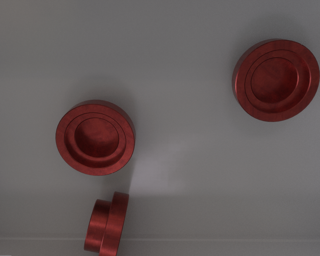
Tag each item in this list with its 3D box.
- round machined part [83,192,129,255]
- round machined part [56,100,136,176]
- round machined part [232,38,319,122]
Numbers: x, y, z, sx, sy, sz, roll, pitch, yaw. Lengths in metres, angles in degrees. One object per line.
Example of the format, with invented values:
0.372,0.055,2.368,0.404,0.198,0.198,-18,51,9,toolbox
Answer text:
-0.074,0.135,0.421,0.042,0.098,0.097,13,110,-5,round machined part
-0.081,0.010,0.405,0.099,0.042,0.097,0,110,0,round machined part
0.137,-0.060,0.381,0.099,0.042,0.097,0,110,0,round machined part
